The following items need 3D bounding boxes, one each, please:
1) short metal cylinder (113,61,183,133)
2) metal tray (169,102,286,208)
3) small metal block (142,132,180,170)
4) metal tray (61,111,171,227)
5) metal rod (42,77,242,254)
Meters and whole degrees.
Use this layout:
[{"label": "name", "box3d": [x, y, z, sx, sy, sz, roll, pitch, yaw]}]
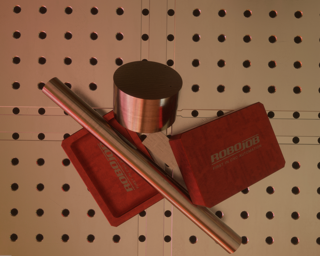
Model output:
[{"label": "short metal cylinder", "box3d": [-0.016, -0.039, 0.376, 0.080, 0.080, 0.050, 8, 132, 0]}, {"label": "metal tray", "box3d": [0.086, 0.030, 0.382, 0.131, 0.030, 0.090, -21, 90, -25]}, {"label": "small metal block", "box3d": [0.005, 0.025, 0.396, 0.050, 0.050, 0.025, 41, 90, 0]}, {"label": "metal tray", "box3d": [-0.055, 0.050, 0.406, 0.090, 0.030, 0.130, -32, 90, 0]}, {"label": "metal rod", "box3d": [-0.021, 0.046, 0.379, 0.300, 0.025, 0.025, 41, 90, -1]}]
